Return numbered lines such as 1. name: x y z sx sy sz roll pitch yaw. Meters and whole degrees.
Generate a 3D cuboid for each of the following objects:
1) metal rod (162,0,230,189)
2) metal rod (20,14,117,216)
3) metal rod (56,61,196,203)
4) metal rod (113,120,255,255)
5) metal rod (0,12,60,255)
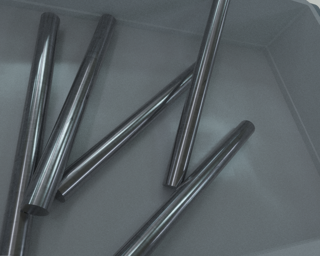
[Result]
1. metal rod: 0.055 -0.065 0.418 0.025 0.025 0.299 22 71 -16
2. metal rod: -0.093 -0.043 0.366 0.025 0.025 0.300 21 49 -16
3. metal rod: -0.020 -0.016 0.404 0.025 0.025 0.302 44 51 2
4. metal rod: 0.048 0.062 0.372 0.025 0.025 0.302 48 45 5
5. metal rod: -0.137 -0.015 0.340 0.025 0.025 0.299 10 57 -23
